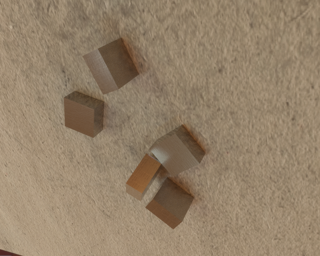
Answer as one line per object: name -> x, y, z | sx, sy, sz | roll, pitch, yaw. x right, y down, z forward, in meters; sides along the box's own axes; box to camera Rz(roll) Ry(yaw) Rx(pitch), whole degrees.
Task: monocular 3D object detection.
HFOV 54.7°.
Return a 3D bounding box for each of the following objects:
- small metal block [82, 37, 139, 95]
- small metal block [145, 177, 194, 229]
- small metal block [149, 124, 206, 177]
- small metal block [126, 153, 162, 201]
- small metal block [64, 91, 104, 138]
small metal block -> -0.057, -0.075, 0.373 | 0.025, 0.050, 0.050 | -14, 111, 33
small metal block -> 0.015, 0.108, 0.448 | 0.050, 0.050, 0.025 | 38, 129, 2
small metal block -> 0.023, 0.031, 0.412 | 0.050, 0.025, 0.050 | -33, 101, 38
small metal block -> -0.023, 0.070, 0.433 | 0.025, 0.050, 0.050 | 31, 155, 8
small metal block -> -0.110, -0.020, 0.451 | 0.050, 0.025, 0.050 | 21, 126, 15
